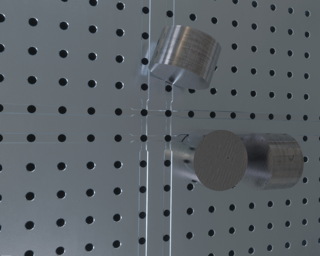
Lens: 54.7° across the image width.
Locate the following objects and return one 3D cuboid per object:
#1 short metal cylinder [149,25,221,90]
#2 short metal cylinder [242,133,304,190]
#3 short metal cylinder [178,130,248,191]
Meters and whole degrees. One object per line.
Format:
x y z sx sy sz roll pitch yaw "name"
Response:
0.032 -0.087 0.395 0.080 0.080 0.050 21 83 -19 "short metal cylinder"
0.154 0.047 0.440 0.050 0.080 0.080 1 90 -20 "short metal cylinder"
0.071 0.042 0.426 0.081 0.050 0.079 0 90 -20 "short metal cylinder"
